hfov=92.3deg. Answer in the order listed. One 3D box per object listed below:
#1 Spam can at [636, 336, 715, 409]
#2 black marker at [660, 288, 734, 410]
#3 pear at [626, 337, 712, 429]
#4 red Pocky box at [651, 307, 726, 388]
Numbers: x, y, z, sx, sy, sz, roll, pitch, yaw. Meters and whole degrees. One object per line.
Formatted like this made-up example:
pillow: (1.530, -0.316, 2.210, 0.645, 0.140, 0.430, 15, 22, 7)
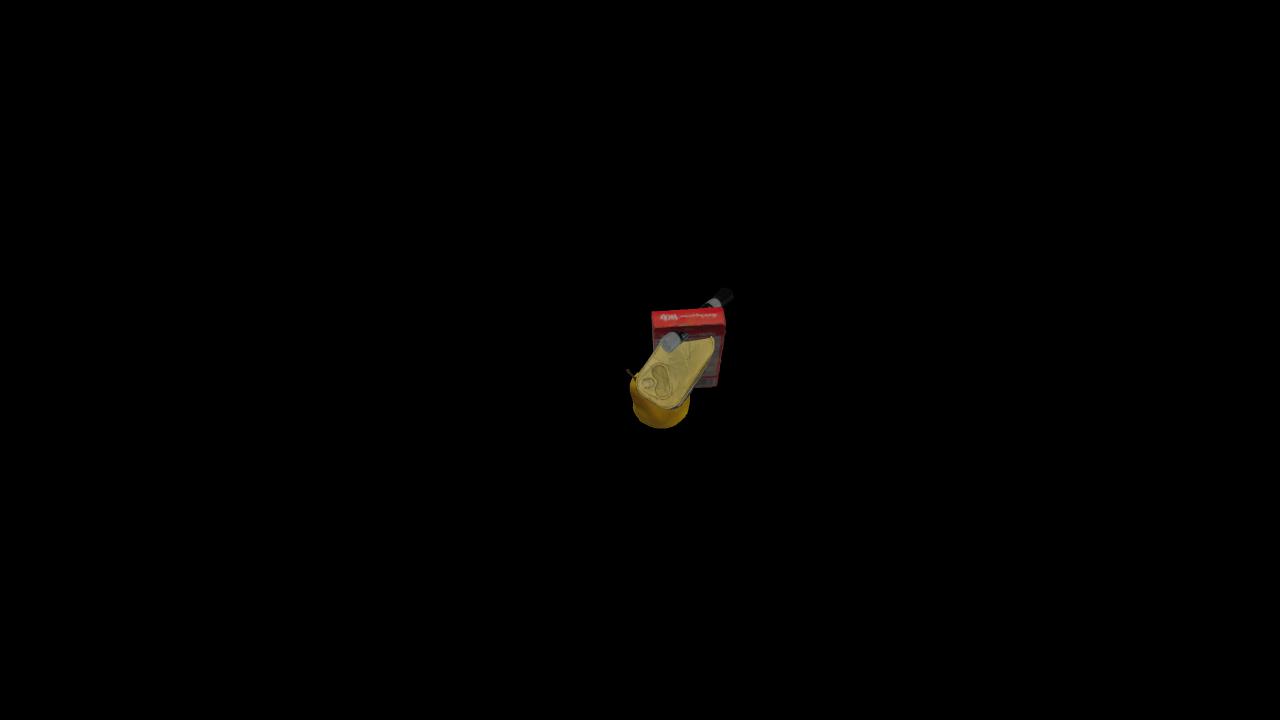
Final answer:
Spam can: (0.045, 0.010, 0.730, 0.058, 0.101, 0.085, 35, -1, 11)
black marker: (0.068, -0.049, 0.704, 0.121, 0.020, 0.020, -40, 23, -31)
pear: (0.017, 0.042, 0.763, 0.080, 0.080, 0.111, 0, -13, 30)
red Pocky box: (0.057, -0.010, 0.742, 0.083, 0.028, 0.155, -2, -29, 1)
